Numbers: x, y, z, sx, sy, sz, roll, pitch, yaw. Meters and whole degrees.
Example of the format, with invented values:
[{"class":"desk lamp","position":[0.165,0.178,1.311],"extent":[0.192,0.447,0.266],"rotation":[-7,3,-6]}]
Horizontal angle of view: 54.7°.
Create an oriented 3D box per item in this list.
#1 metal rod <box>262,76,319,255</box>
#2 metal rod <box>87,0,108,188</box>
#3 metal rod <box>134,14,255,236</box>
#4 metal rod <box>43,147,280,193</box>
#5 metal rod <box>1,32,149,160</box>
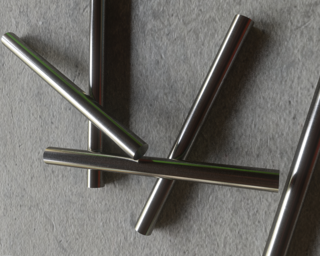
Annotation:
[{"class":"metal rod","position":[0.166,0.030,0.350],"extent":[0.025,0.025,0.298],"rotation":[17,96,19]},{"class":"metal rod","position":[-0.088,-0.066,0.438],"extent":[0.025,0.025,0.298],"rotation":[1,90,19]},{"class":"metal rod","position":[0.040,0.003,0.394],"extent":[0.025,0.025,0.298],"rotation":[28,99,17]},{"class":"metal rod","position":[-0.013,0.048,0.385],"extent":[0.301,0.025,0.025],"rotation":[4,91,19]},{"class":"metal rod","position":[-0.131,-0.056,0.432],"extent":[0.300,0.025,0.025],"rotation":[38,102,23]}]
